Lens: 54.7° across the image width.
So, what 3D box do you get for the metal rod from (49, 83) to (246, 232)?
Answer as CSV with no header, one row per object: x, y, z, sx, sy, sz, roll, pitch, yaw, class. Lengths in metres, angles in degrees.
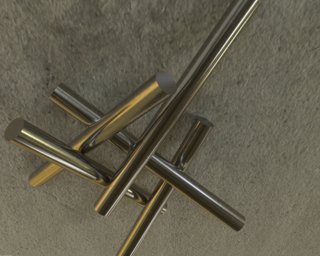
-0.007,0.045,0.400,0.301,0.025,0.025,37,122,-12,metal rod

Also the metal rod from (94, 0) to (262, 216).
0.007,-0.012,0.349,0.025,0.025,0.298,27,110,-22,metal rod

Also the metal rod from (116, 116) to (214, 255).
-0.007,0.113,0.458,0.025,0.025,0.298,21,113,-18,metal rod

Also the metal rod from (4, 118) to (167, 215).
-0.069,0.068,0.408,0.025,0.025,0.300,-23,144,18,metal rod

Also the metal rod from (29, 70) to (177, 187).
-0.091,0.019,0.375,0.025,0.025,0.299,34,136,-26,metal rod
